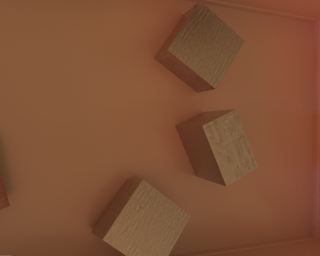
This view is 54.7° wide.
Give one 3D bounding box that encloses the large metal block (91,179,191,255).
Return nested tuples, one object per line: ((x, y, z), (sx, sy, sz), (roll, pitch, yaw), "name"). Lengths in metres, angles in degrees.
((-0.023, 0.119, 0.383), (0.080, 0.050, 0.080), (41, 66, -16), "large metal block")

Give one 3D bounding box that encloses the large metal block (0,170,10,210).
((-0.206, 0.054, 0.299), (0.080, 0.050, 0.080), (-23, 101, -64), "large metal block")

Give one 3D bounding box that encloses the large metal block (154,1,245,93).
((0.053, -0.106, 0.418), (0.080, 0.050, 0.080), (36, 78, -17), "large metal block")

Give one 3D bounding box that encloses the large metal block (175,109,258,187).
((0.072, 0.023, 0.409), (0.050, 0.080, 0.080), (-26, 99, -18), "large metal block")
